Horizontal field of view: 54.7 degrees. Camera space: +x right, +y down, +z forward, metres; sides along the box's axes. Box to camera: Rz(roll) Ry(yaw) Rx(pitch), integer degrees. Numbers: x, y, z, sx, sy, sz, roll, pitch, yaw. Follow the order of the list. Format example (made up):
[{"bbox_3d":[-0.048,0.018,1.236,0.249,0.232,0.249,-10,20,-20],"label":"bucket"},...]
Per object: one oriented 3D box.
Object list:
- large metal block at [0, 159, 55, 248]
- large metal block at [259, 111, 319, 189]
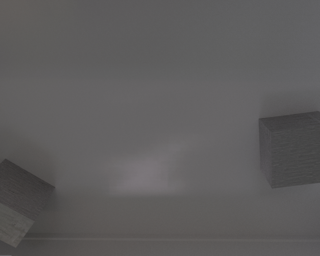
[{"bbox_3d":[-0.201,0.098,0.416,0.080,0.080,0.050,34,107,-12],"label":"large metal block"},{"bbox_3d":[0.180,0.028,0.410,0.080,0.050,0.079,-8,110,2],"label":"large metal block"}]
